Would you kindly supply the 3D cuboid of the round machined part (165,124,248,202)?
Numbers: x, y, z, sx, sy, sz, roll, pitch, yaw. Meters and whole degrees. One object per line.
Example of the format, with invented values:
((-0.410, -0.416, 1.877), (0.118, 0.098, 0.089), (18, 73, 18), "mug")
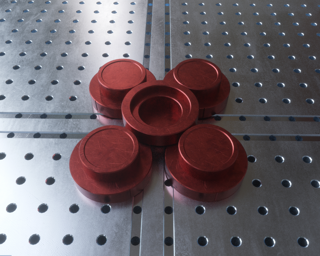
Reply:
((0.055, 0.034, 0.368), (0.099, 0.042, 0.098), (0, 50, 0), "round machined part")

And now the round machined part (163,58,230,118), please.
((0.053, -0.064, 0.450), (0.099, 0.042, 0.098), (0, 50, 0), "round machined part")

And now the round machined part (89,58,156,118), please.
((-0.053, -0.063, 0.448), (0.099, 0.042, 0.098), (0, 50, 0), "round machined part")

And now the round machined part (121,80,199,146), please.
((0.001, -0.015, 0.407), (0.099, 0.042, 0.098), (0, 50, 0), "round machined part")

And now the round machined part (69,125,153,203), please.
((-0.058, 0.035, 0.367), (0.099, 0.042, 0.098), (0, 50, 0), "round machined part")
